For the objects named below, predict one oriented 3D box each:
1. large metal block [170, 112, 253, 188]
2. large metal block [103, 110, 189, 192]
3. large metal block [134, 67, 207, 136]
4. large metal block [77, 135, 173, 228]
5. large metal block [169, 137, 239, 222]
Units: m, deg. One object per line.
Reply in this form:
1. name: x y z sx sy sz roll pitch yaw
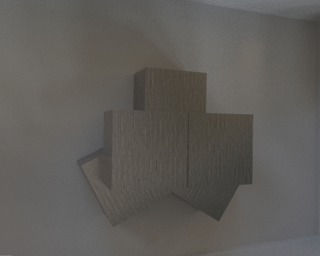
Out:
1. large metal block: 0.059 0.024 0.363 0.081 0.050 0.080 1 90 -20
2. large metal block: -0.017 0.022 0.336 0.081 0.050 0.080 1 90 -20
3. large metal block: 0.012 -0.031 0.400 0.081 0.050 0.080 2 90 -20
4. large metal block: -0.044 0.059 0.379 0.081 0.050 0.080 -28 99 -18
5. large metal block: 0.057 0.064 0.415 0.080 0.050 0.080 36 79 -16
